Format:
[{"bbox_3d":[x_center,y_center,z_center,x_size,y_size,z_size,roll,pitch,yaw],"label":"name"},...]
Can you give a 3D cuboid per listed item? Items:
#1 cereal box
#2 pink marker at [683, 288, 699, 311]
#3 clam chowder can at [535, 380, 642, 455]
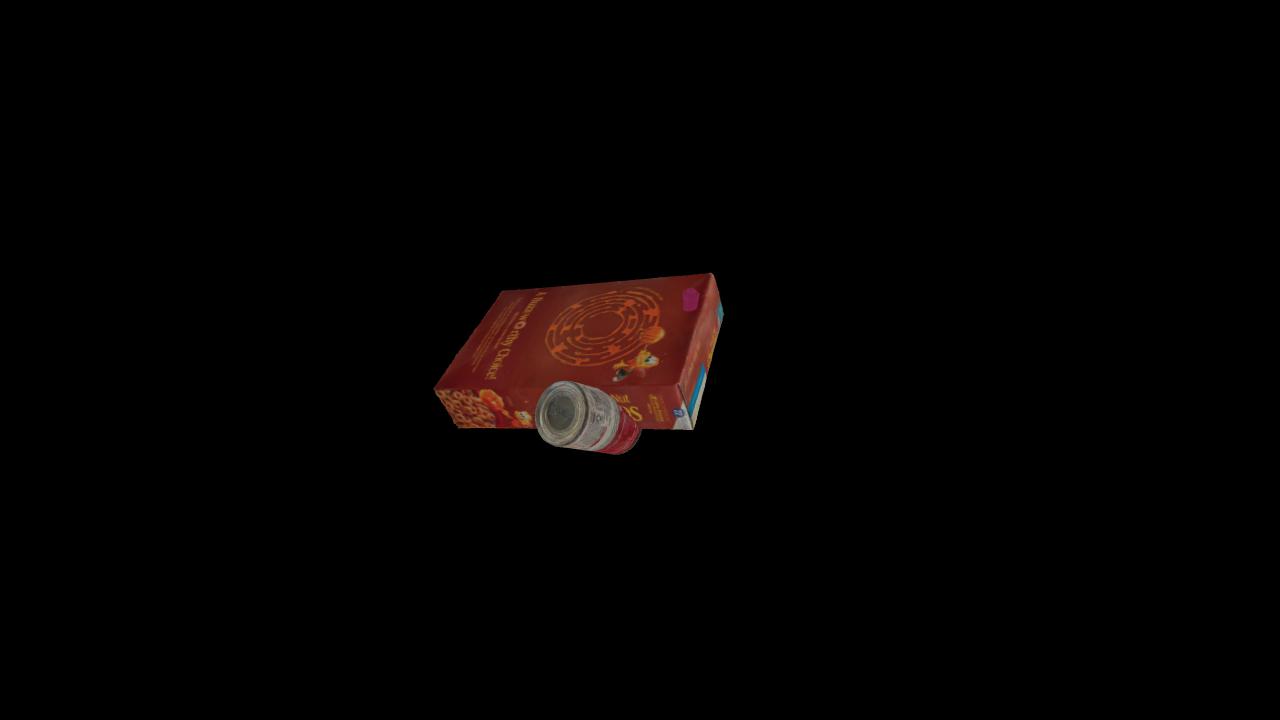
[{"bbox_3d":[-0.065,-0.010,0.745,0.306,0.081,0.203,-2,41,20],"label":"cereal box"},{"bbox_3d":[0.057,-0.036,0.722,0.020,0.020,0.121,0,-44,0],"label":"pink marker"},{"bbox_3d":[-0.052,0.062,0.643,0.068,0.068,0.102,0,-11,32],"label":"clam chowder can"}]
